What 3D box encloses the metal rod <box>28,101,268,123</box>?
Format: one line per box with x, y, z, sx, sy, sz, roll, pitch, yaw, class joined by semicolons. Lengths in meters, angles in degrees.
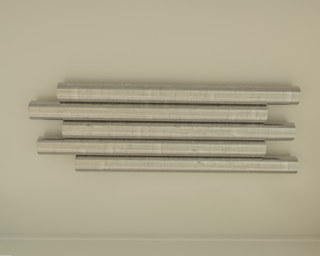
-0.014;-0.021;0.402;0.302;0.025;0.025;1;110;-1;metal rod

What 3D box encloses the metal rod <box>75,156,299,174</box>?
0.037;0.050;0.429;0.302;0.025;0.025;1;110;-1;metal rod

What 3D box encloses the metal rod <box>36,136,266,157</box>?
-0.010;0.025;0.419;0.302;0.025;0.025;1;110;-1;metal rod

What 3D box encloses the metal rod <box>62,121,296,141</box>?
0.025;0.003;0.411;0.302;0.025;0.025;1;110;-1;metal rod

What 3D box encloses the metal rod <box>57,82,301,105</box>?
0.024;-0.043;0.394;0.302;0.025;0.025;1;110;-1;metal rod
